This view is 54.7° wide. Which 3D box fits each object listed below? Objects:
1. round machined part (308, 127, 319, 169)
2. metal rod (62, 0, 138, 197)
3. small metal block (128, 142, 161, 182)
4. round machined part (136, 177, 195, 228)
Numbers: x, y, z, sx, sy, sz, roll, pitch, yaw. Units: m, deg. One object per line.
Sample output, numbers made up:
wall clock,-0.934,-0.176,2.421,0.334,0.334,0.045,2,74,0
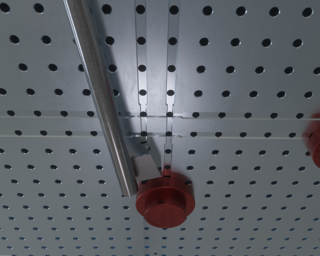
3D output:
round machined part,0.263,0.030,0.429,0.099,0.042,0.097,0,130,0
metal rod,-0.065,-0.031,0.365,0.025,0.025,0.298,-7,124,5
small metal block,-0.030,0.052,0.455,0.050,0.025,0.050,-14,129,11
round machined part,0.009,0.129,0.510,0.099,0.042,0.097,0,130,0
